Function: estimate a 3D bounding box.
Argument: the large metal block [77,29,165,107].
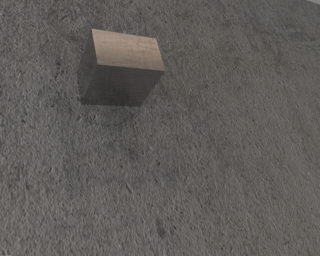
[{"bbox_3d":[-0.051,-0.070,0.383,0.081,0.080,0.050,0,62,-28],"label":"large metal block"}]
